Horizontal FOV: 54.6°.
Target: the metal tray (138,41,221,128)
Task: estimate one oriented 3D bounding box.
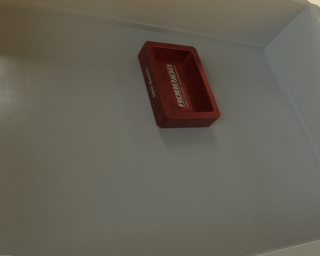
[{"bbox_3d":[0.026,-0.064,0.454,0.091,0.030,0.130,-1,62,-29],"label":"metal tray"}]
